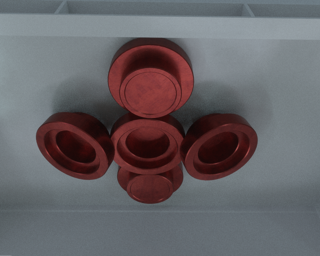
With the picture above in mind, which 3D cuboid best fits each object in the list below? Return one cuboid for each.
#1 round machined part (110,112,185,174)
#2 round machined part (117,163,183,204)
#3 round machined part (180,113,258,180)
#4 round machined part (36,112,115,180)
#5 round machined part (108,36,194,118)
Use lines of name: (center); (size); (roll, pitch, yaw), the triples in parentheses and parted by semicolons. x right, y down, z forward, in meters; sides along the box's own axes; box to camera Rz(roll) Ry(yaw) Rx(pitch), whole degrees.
round machined part: (-0.016, 0.013, 0.406); (0.099, 0.042, 0.097); (0, 130, 0)
round machined part: (-0.015, 0.076, 0.460); (0.099, 0.042, 0.097); (0, 130, 0)
round machined part: (0.072, 0.020, 0.402); (0.099, 0.042, 0.097); (-11, 132, -13)
round machined part: (-0.104, 0.018, 0.400); (0.098, 0.042, 0.097); (11, 131, 13)
round machined part: (-0.010, -0.050, 0.353); (0.099, 0.042, 0.097); (0, 130, 0)
